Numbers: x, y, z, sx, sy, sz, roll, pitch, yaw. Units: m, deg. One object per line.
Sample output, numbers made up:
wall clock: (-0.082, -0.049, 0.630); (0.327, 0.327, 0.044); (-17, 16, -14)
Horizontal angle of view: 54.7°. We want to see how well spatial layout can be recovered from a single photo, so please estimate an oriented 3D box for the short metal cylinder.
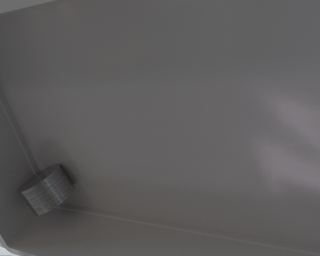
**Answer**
short metal cylinder: (-0.199, 0.107, 0.544); (0.080, 0.080, 0.050); (-18, 109, 35)
